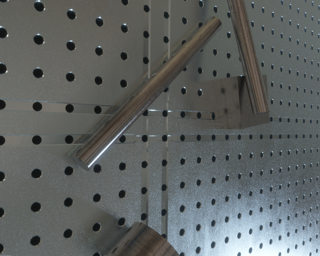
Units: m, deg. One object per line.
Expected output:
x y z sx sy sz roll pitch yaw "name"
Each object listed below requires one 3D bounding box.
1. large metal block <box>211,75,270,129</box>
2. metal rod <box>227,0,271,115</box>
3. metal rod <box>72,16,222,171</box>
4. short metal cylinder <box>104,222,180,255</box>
0.133 -0.043 0.507 0.081 0.050 0.079 -10 97 -40 "large metal block"
0.122 -0.167 0.473 0.025 0.025 0.298 -5 81 -40 "metal rod"
-0.001 -0.062 0.410 0.301 0.025 0.025 -49 120 -29 "metal rod"
-0.019 0.157 0.360 0.050 0.080 0.080 -42 116 -32 "short metal cylinder"
